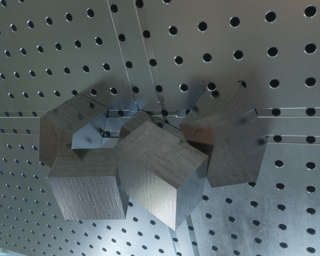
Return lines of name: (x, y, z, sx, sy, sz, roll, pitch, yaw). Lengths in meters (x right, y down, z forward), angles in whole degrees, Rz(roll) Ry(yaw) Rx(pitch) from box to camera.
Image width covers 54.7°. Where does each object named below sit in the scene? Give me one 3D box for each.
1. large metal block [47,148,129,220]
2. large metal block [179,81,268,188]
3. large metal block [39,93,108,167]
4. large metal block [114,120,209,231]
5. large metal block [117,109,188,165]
large metal block: (-0.086, 0.073, 0.399, 0.080, 0.050, 0.079, -2, 127, 5)
large metal block: (0.074, 0.006, 0.339, 0.050, 0.080, 0.080, -17, 110, 34)
large metal block: (-0.123, 0.009, 0.443, 0.050, 0.080, 0.079, 27, 128, 11)
large metal block: (0.001, 0.051, 0.335, 0.080, 0.050, 0.080, 30, 143, 28)
large metal block: (-0.014, 0.034, 0.421, 0.080, 0.050, 0.079, 28, 128, 10)
